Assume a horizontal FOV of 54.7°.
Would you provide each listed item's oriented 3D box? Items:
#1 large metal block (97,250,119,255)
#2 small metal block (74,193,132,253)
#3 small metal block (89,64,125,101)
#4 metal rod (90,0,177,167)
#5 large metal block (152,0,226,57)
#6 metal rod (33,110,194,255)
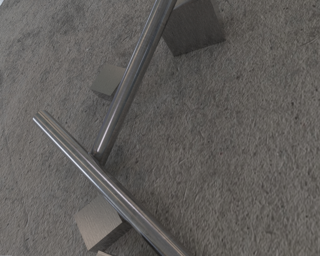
[{"bbox_3d":[-0.030,0.174,0.297,0.080,0.050,0.080,7,65,31],"label":"large metal block"},{"bbox_3d":[-0.068,0.112,0.371,0.050,0.025,0.050,-40,51,1],"label":"small metal block"},{"bbox_3d":[-0.074,-0.069,0.485,0.050,0.025,0.050,21,73,36],"label":"small metal block"},{"bbox_3d":[-0.033,-0.071,0.402,0.025,0.025,0.299,28,97,37],"label":"metal rod"},{"bbox_3d":[0.042,-0.157,0.443,0.080,0.080,0.050,-13,56,21],"label":"large metal block"},{"bbox_3d":[-0.065,0.065,0.368,0.300,0.025,0.025,38,83,29],"label":"metal rod"}]
